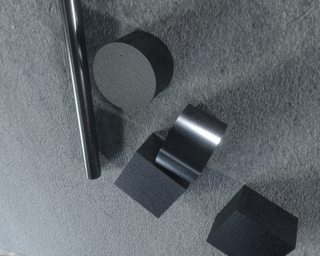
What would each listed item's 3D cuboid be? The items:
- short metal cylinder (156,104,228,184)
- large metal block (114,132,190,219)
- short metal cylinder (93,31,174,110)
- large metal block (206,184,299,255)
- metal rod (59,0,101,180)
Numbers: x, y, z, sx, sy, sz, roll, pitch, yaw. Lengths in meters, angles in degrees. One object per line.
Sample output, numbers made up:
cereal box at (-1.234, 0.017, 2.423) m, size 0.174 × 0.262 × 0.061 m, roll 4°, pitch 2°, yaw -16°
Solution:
short metal cylinder at (0.037, 0.019, 0.363) m, size 0.050 × 0.080 × 0.079 m, roll 30°, pitch 128°, yaw 9°
large metal block at (-0.006, 0.067, 0.436) m, size 0.080 × 0.050 × 0.080 m, roll 37°, pitch 129°, yaw 3°
short metal cylinder at (-0.030, -0.068, 0.365) m, size 0.080 × 0.050 × 0.079 m, roll 13°, pitch 124°, yaw 21°
large metal block at (0.121, 0.136, 0.411) m, size 0.080 × 0.050 × 0.079 m, roll 32°, pitch 129°, yaw 7°
metal rod at (-0.108, -0.049, 0.433) m, size 0.025 × 0.025 × 0.298 m, roll 14°, pitch 124°, yaw 20°
